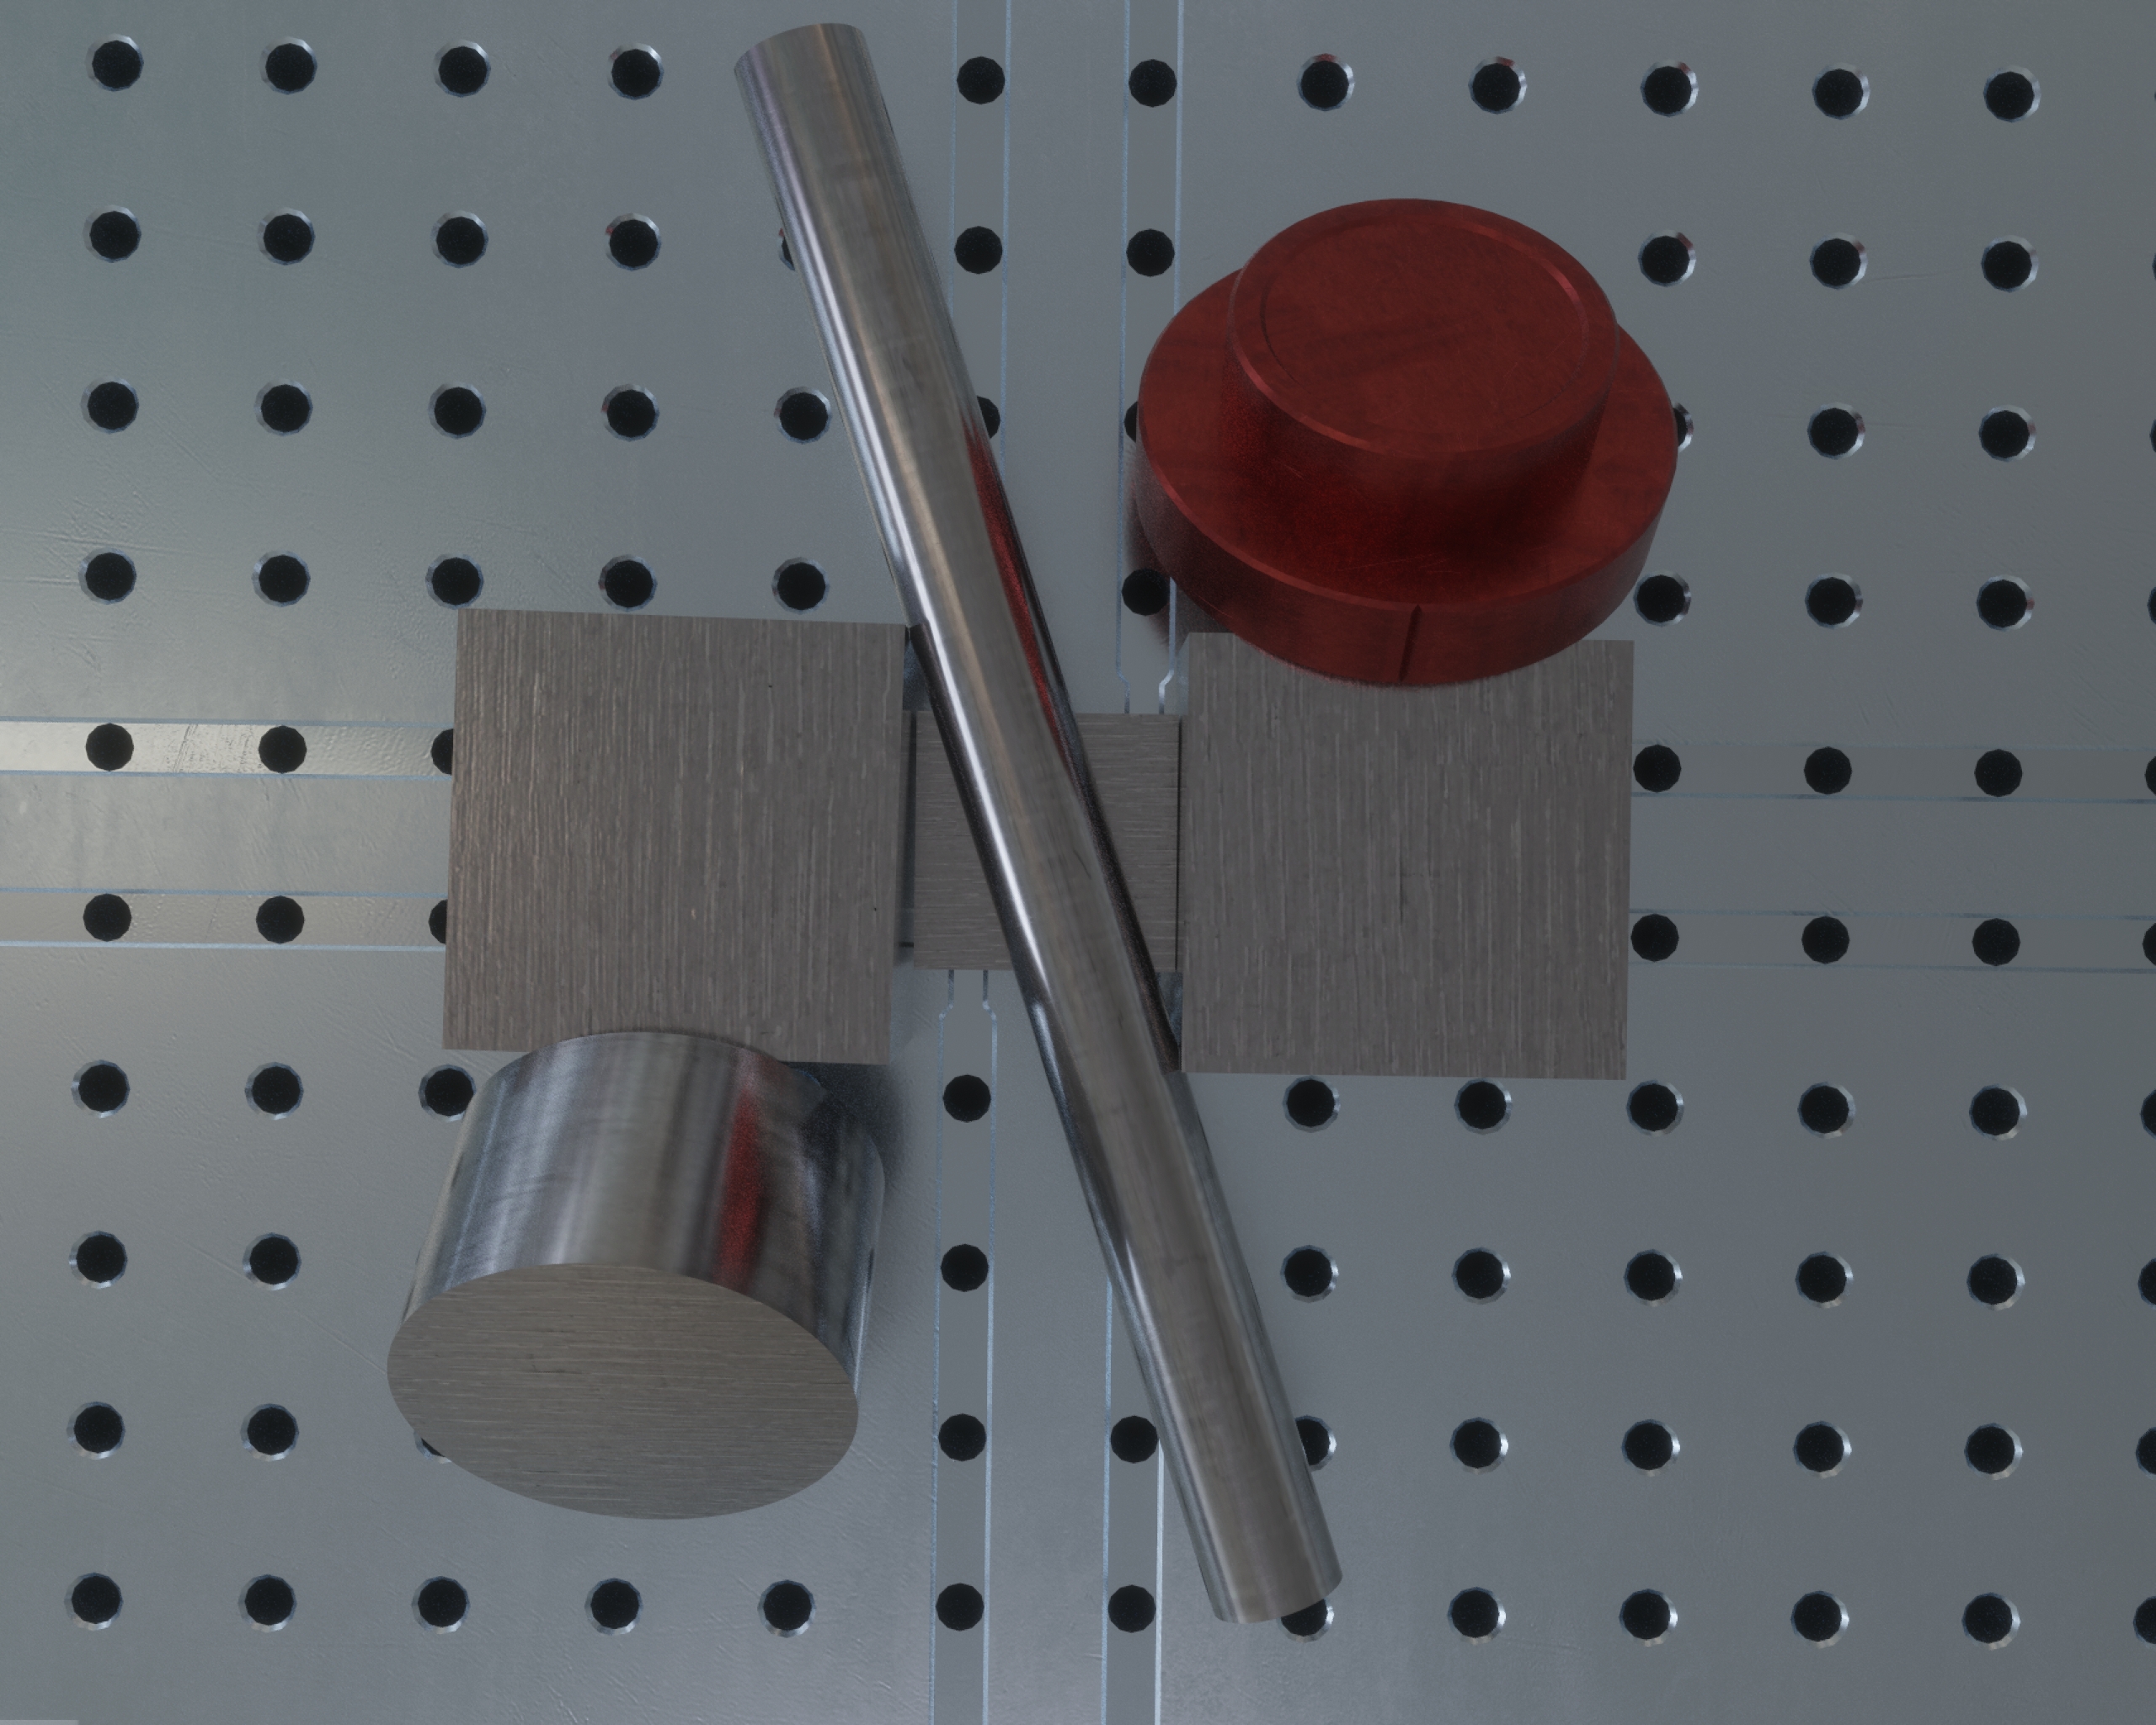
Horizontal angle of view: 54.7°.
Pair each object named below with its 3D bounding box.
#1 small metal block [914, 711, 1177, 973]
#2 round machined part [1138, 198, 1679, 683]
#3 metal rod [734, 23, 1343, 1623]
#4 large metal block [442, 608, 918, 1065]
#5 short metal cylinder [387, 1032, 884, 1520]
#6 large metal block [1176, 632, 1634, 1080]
[{"bbox_3d":[-0.006,-0.004,0.414,0.050,0.025,0.050,1,90,0],"label":"small metal block"},{"bbox_3d":[0.060,-0.083,0.381,0.099,0.042,0.098,1,55,-1],"label":"round machined part"},{"bbox_3d":[-0.007,-0.007,0.387,0.025,0.025,0.298,-17,90,0],"label":"metal rod"},{"bbox_3d":[-0.073,-0.005,0.401,0.081,0.050,0.079,2,90,0],"label":"large metal block"},{"bbox_3d":[-0.078,0.076,0.379,0.080,0.050,0.079,1,133,1],"label":"short metal cylinder"},{"bbox_3d":[0.060,-0.001,0.402,0.081,0.050,0.079,1,90,0],"label":"large metal block"}]
